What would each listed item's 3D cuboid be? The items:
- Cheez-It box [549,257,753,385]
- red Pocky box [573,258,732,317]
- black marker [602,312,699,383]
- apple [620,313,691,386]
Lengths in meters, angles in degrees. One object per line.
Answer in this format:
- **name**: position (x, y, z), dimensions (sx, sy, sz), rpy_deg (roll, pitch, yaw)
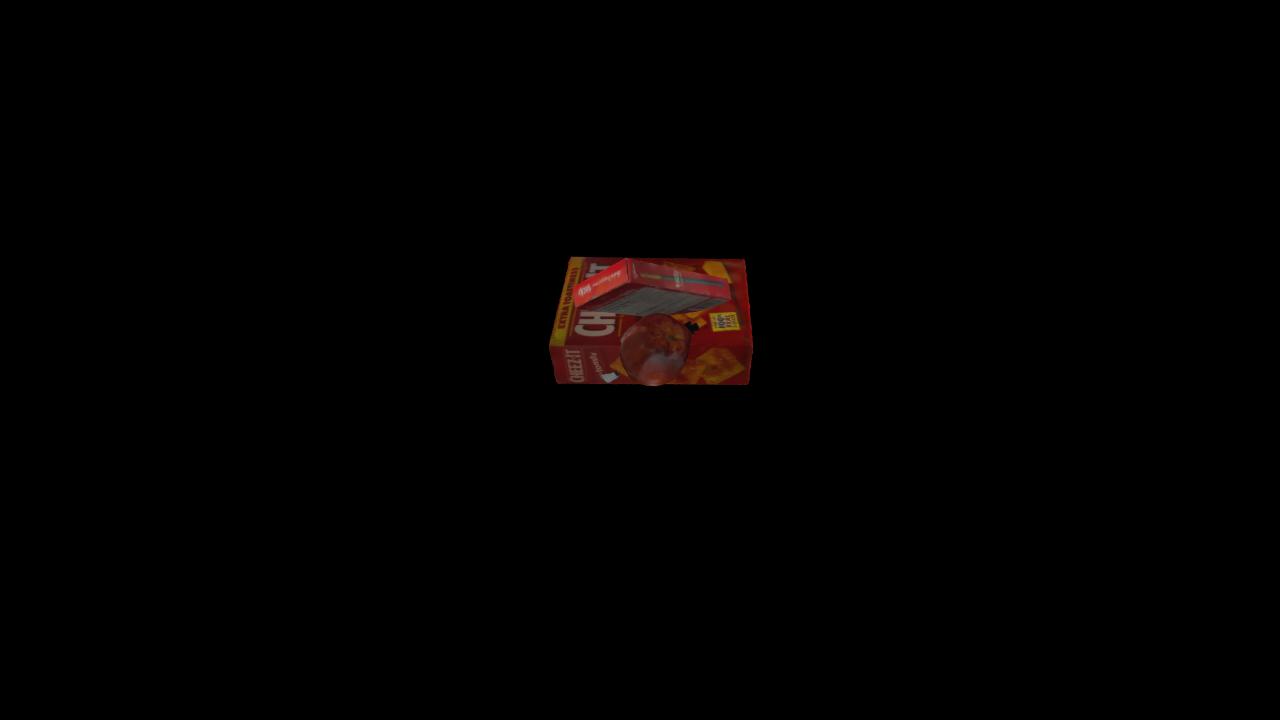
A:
- **Cheez-It box**: position (0.017, -0.050, 0.729), dimensions (0.223, 0.071, 0.166), rpy_deg (1, 44, 5)
- **red Pocky box**: position (0.016, -0.069, 0.633), dimensions (0.155, 0.028, 0.083), rpy_deg (3, -15, -45)
- **black marker**: position (0.011, -0.009, 0.678), dimensions (0.121, 0.020, 0.020), rpy_deg (-28, -8, 16)
- **apple**: position (0.018, -0.012, 0.665), dimensions (0.079, 0.079, 0.093), rpy_deg (0, -20, -20)
